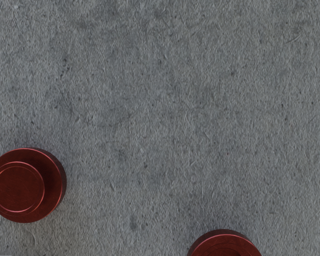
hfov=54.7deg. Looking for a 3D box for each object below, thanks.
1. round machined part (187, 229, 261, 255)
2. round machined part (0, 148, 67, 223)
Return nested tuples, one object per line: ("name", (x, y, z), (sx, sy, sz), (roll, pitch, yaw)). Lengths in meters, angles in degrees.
("round machined part", (0.082, 0.180, 0.402), (0.099, 0.042, 0.097), (0, 90, 0))
("round machined part", (-0.176, 0.075, 0.400), (0.099, 0.042, 0.097), (0, 90, 0))
